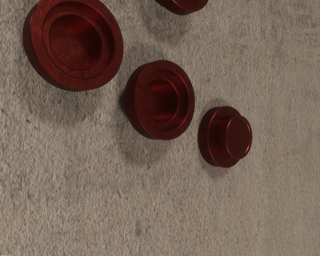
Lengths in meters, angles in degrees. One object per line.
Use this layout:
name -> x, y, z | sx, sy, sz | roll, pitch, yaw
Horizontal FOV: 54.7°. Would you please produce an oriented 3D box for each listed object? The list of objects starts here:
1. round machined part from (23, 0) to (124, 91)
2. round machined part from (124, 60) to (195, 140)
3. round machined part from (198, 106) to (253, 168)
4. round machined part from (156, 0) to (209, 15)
round machined part -> -0.090, -0.086, 0.319 | 0.099, 0.042, 0.097 | 0, 90, -40
round machined part -> -0.005, -0.034, 0.392 | 0.099, 0.042, 0.097 | 0, 90, -40
round machined part -> 0.109, 0.014, 0.488 | 0.099, 0.042, 0.097 | 0, 90, -40
round machined part -> 0.021, -0.200, 0.413 | 0.099, 0.042, 0.097 | 0, 90, -40
